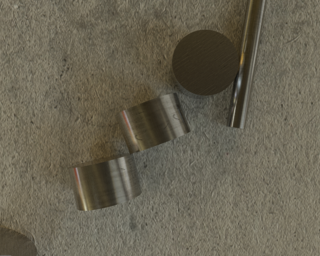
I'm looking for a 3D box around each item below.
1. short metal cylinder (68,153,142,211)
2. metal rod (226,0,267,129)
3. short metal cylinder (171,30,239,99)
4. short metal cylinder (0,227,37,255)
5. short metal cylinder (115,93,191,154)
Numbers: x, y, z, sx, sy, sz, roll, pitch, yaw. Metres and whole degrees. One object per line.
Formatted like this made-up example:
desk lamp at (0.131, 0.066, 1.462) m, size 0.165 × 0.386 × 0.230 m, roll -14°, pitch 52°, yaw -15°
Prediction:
short metal cylinder at (-0.067, 0.064, 0.382) m, size 0.080 × 0.080 × 0.050 m, roll -12°, pitch 90°, yaw 0°
metal rod at (0.125, -0.147, 0.410) m, size 0.025 × 0.025 × 0.298 m, roll 10°, pitch 90°, yaw 0°
short metal cylinder at (0.055, -0.079, 0.398) m, size 0.081 × 0.050 × 0.080 m, roll 0°, pitch 90°, yaw 0°
short metal cylinder at (-0.202, 0.165, 0.381) m, size 0.080 × 0.080 × 0.050 m, roll 26°, pitch 90°, yaw 0°
short metal cylinder at (-0.008, -0.006, 0.382) m, size 0.080 × 0.080 × 0.050 m, roll -20°, pitch 90°, yaw 0°
